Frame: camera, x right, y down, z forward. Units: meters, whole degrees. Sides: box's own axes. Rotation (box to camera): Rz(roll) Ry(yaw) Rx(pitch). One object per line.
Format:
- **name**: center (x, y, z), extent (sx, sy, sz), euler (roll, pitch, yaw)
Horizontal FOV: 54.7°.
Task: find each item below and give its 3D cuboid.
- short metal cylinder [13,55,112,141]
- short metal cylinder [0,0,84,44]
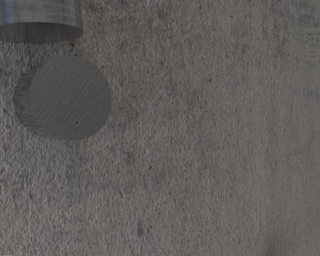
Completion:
- **short metal cylinder**: center (-0.096, -0.028, 0.308), extent (0.081, 0.050, 0.080), euler (0, 90, -40)
- **short metal cylinder**: center (-0.112, -0.108, 0.275), extent (0.081, 0.080, 0.050), euler (-9, 96, -40)
